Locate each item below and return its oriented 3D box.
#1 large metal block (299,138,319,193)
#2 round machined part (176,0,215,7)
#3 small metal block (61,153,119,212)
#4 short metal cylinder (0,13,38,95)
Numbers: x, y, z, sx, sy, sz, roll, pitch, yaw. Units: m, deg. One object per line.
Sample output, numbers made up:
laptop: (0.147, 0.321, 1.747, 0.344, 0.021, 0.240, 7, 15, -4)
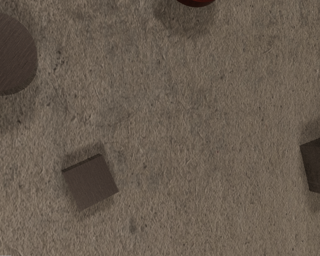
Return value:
large metal block: (0.285, 0.056, 0.504, 0.081, 0.050, 0.080, -17, 96, -20)
round machined part: (0.043, -0.211, 0.417, 0.099, 0.042, 0.097, 0, 90, -21)
small metal block: (-0.085, 0.065, 0.378, 0.050, 0.025, 0.050, -25, 99, -19)
short metal cylinder: (-0.175, -0.077, 0.331, 0.081, 0.050, 0.079, 0, 90, -21)
